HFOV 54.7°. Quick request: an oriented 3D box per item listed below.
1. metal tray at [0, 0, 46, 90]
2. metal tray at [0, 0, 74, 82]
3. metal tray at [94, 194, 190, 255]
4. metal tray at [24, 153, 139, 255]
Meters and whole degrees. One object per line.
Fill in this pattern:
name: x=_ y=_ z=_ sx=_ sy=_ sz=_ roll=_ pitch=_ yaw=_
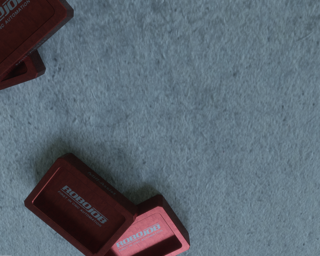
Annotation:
metal tray: x=-0.206 y=-0.110 z=0.363 sx=0.090 sy=0.030 sz=0.129 roll=-18 pitch=110 yaw=6
metal tray: x=-0.171 y=-0.116 z=0.329 sx=0.130 sy=0.030 sz=0.090 roll=-37 pitch=107 yaw=12
metal tray: x=-0.032 y=0.167 z=0.468 sx=0.130 sy=0.030 sz=0.090 roll=-29 pitch=108 yaw=9
metal tray: x=-0.107 y=0.108 z=0.426 sx=0.130 sy=0.030 sz=0.090 roll=40 pitch=100 yaw=0
